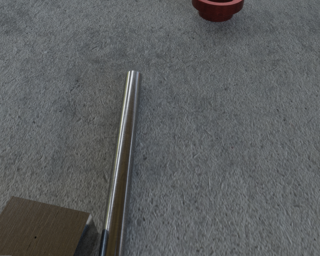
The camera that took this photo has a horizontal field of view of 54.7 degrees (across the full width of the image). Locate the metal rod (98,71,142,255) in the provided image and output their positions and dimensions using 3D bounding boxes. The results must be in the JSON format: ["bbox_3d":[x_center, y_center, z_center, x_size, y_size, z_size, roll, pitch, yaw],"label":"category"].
[{"bbox_3d":[-0.044,0.038,0.371,0.025,0.025,0.300,1,50,1],"label":"metal rod"}]

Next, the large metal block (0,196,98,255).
[{"bbox_3d":[-0.113,0.118,0.287,0.080,0.050,0.080,10,51,8],"label":"large metal block"}]

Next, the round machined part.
[{"bbox_3d":[0.110,-0.240,0.595,0.099,0.042,0.098,0,50,0],"label":"round machined part"}]
